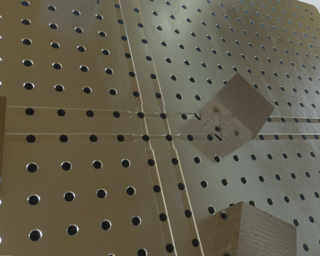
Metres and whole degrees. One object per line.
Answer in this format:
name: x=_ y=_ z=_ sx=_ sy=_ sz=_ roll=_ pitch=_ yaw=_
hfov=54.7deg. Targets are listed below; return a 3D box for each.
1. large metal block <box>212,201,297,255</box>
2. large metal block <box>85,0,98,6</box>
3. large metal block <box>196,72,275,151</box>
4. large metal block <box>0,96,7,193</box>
large metal block: x=0.111 y=0.145 z=0.366 sx=0.080 sy=0.050 sz=0.080 roll=27 pitch=52 yaw=-12
large metal block: x=-0.116 y=-0.247 z=0.462 sx=0.080 sy=0.080 sz=0.050 roll=22 pitch=54 yaw=-16
large metal block: x=0.116 y=-0.026 z=0.473 sx=0.080 sy=0.050 sz=0.080 roll=45 pitch=51 yaw=2
large metal block: x=-0.188 y=0.014 z=0.282 sx=0.081 sy=0.050 sz=0.080 roll=4 pitch=60 yaw=-27
